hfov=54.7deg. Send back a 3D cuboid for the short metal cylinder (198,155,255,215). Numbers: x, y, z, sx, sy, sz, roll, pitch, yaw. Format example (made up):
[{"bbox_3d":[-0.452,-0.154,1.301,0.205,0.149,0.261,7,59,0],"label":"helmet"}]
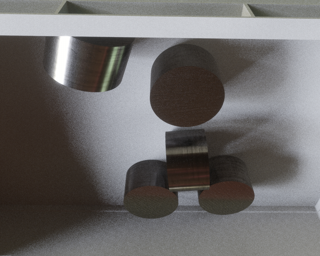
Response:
[{"bbox_3d":[0.096,0.087,0.467,0.081,0.050,0.079,0,130,0],"label":"short metal cylinder"}]

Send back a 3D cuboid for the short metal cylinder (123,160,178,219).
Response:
[{"bbox_3d":[-0.013,0.094,0.472,0.081,0.050,0.079,0,130,0],"label":"short metal cylinder"}]

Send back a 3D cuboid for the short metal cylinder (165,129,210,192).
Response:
[{"bbox_3d":[0.036,0.043,0.409,0.050,0.080,0.080,-4,130,3],"label":"short metal cylinder"}]

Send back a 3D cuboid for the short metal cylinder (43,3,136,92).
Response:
[{"bbox_3d":[-0.070,-0.080,0.304,0.081,0.080,0.050,15,129,-12],"label":"short metal cylinder"}]

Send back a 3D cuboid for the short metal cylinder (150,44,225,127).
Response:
[{"bbox_3d":[0.029,-0.047,0.352,0.081,0.050,0.079,0,130,0],"label":"short metal cylinder"}]
